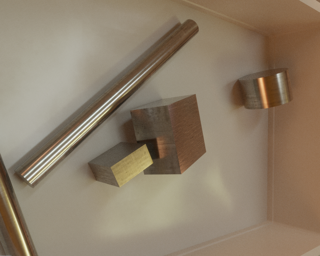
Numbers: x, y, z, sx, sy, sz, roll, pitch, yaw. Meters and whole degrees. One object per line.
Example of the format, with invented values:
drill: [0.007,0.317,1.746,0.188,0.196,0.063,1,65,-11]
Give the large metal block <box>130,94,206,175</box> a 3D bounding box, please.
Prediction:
large metal block: [0.014,0.006,0.388,0.080,0.050,0.079,-28,109,-58]

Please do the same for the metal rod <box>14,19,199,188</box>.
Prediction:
metal rod: [-0.043,-0.048,0.372,0.301,0.025,0.025,-48,119,-29]

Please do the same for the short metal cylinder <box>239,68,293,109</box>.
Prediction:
short metal cylinder: [0.179,-0.067,0.524,0.081,0.080,0.050,-25,106,-38]

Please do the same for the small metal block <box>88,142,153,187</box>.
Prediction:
small metal block: [-0.045,0.040,0.354,0.050,0.050,0.025,-33,111,-35]

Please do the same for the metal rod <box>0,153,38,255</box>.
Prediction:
metal rod: [-0.161,0.006,0.272,0.025,0.025,0.298,-24,105,-38]
